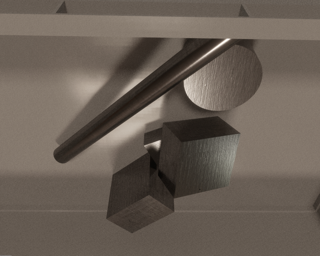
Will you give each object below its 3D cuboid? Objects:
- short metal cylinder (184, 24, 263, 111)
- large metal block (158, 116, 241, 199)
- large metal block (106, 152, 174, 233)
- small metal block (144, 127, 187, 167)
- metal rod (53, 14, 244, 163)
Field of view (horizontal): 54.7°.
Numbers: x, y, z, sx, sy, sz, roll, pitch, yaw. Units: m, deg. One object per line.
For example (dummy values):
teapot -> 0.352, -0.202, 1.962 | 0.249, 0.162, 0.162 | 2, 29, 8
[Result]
short metal cylinder -> 0.065, -0.065, 0.338 | 0.081, 0.050, 0.079 | -1, 130, 0
large metal block -> 0.047, 0.035, 0.395 | 0.081, 0.050, 0.079 | -7, 120, -23
large metal block -> -0.028, 0.093, 0.452 | 0.080, 0.080, 0.050 | -34, 123, 25
small metal block -> 0.012, 0.025, 0.431 | 0.050, 0.025, 0.050 | -19, 128, 15
metal rod -> -0.039, -0.023, 0.350 | 0.025, 0.025, 0.299 | 36, 133, -27
